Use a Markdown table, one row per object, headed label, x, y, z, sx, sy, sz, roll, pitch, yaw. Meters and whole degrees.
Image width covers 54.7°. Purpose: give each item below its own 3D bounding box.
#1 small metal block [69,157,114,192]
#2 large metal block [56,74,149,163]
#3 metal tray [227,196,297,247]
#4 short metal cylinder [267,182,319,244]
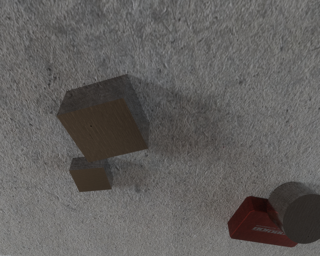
| label | x | y | z | sx | sy | sz | roll | pitch | yaw |
| --- | --- | --- | --- | --- | --- | --- | --- | --- | --- |
| small metal block | -0.101 | 0.069 | 0.465 | 0.050 | 0.025 | 0.050 | -6 | 130 | 5 |
| large metal block | -0.065 | -0.010 | 0.381 | 0.080 | 0.050 | 0.080 | -14 | 129 | 11 |
| metal tray | 0.198 | 0.169 | 0.549 | 0.131 | 0.030 | 0.089 | 12 | 129 | -10 |
| short metal cylinder | 0.216 | 0.130 | 0.482 | 0.081 | 0.050 | 0.079 | -2 | 101 | -8 |
